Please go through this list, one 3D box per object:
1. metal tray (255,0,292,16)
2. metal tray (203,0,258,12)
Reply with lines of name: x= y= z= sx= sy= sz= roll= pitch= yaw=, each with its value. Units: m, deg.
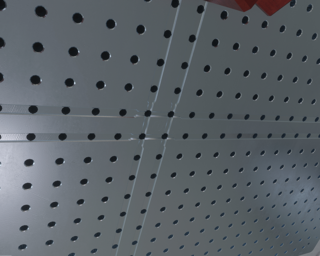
metal tray: x=0.153 y=-0.178 z=0.299 sx=0.030 sy=0.130 sz=0.090 roll=37 pitch=61 yaw=-14
metal tray: x=0.093 y=-0.184 z=0.305 sx=0.030 sy=0.090 sz=0.130 roll=33 pitch=100 yaw=-38
